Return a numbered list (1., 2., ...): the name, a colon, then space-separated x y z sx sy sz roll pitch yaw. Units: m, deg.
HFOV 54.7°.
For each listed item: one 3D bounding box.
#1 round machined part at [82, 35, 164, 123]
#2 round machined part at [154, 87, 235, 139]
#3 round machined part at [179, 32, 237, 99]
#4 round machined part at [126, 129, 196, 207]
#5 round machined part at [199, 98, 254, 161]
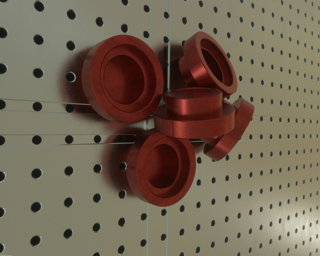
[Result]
1. round machined part: -0.046 -0.055 0.361 0.099 0.042 0.097 0 90 -40
2. round machined part: 0.041 -0.023 0.376 0.099 0.098 0.042 -19 114 -39
3. round machined part: 0.064 -0.083 0.438 0.098 0.042 0.098 31 45 -36
4. round machined part: -0.002 0.048 0.398 0.099 0.042 0.097 -1 91 -40
5. round machined part: 0.090 -0.004 0.451 0.042 0.098 0.098 33 66 -1
